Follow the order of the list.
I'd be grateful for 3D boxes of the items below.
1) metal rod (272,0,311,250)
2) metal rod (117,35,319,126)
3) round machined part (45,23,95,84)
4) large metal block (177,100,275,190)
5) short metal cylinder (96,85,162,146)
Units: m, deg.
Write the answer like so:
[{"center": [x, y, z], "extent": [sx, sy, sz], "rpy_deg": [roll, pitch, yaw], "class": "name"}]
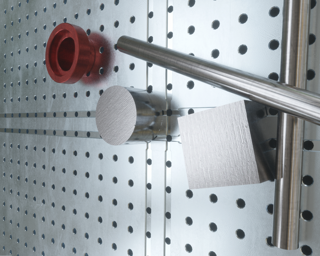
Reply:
[{"center": [0.129, -0.033, 0.302], "extent": [0.025, 0.025, 0.298], "rpy_deg": [4, 92, 40], "class": "metal rod"}, {"center": [0.044, -0.067, 0.353], "extent": [0.300, 0.025, 0.025], "rpy_deg": [30, 109, 42], "class": "metal rod"}, {"center": [-0.147, -0.122, 0.520], "extent": [0.098, 0.042, 0.097], "rpy_deg": [0, 90, 40], "class": "round machined part"}, {"center": [0.072, 0.020, 0.334], "extent": [0.080, 0.050, 0.080], "rpy_deg": [-15, 81, 39], "class": "large metal block"}, {"center": [-0.044, -0.017, 0.429], "extent": [0.080, 0.050, 0.080], "rpy_deg": [0, 90, 40], "class": "short metal cylinder"}]
